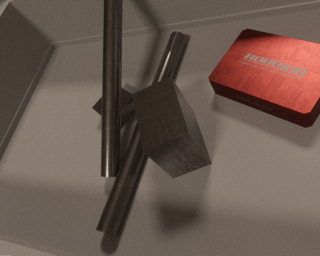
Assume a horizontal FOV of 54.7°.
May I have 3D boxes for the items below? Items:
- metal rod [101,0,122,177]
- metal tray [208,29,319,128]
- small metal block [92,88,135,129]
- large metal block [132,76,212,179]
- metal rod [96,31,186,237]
[{"bbox_3d":[-0.063,-0.086,0.412,0.025,0.025,0.298,-2,86,27],"label":"metal rod"},{"bbox_3d":[0.136,-0.065,0.370,0.130,0.030,0.090,28,77,37],"label":"metal tray"},{"bbox_3d":[-0.063,-0.032,0.457,0.050,0.025,0.050,34,80,38],"label":"small metal block"},{"bbox_3d":[0.014,0.002,0.361,0.050,0.080,0.080,-24,53,14],"label":"large metal block"},{"bbox_3d":[-0.017,-0.008,0.418,0.025,0.025,0.300,6,64,30],"label":"metal rod"}]
